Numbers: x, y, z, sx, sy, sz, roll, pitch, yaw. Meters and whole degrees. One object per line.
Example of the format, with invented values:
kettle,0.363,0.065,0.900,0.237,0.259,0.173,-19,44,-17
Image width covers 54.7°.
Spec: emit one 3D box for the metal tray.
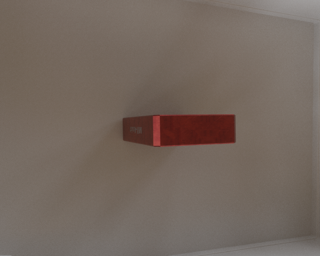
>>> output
metal tray,0.015,0.001,0.361,0.091,0.130,0.030,-1,91,-20
